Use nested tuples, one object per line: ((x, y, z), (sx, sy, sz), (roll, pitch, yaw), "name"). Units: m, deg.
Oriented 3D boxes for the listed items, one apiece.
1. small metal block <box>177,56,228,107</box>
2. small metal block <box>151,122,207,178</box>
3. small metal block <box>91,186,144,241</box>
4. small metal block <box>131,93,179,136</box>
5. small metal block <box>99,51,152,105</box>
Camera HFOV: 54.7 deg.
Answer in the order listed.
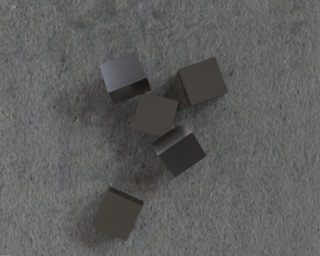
((0.056, -0.060, 0.411), (0.050, 0.025, 0.050), (-20, 90, -1), "small metal block")
((0.025, 0.028, 0.397), (0.050, 0.025, 0.050), (-35, 129, 0), "small metal block")
((-0.055, 0.113, 0.409), (0.050, 0.025, 0.050), (25, 90, -1), "small metal block")
((-0.006, -0.017, 0.410), (0.050, 0.025, 0.050), (14, 90, -1), "small metal block")
((-0.045, -0.065, 0.398), (0.050, 0.025, 0.050), (-22, 57, -1), "small metal block")
